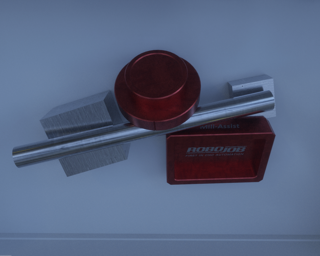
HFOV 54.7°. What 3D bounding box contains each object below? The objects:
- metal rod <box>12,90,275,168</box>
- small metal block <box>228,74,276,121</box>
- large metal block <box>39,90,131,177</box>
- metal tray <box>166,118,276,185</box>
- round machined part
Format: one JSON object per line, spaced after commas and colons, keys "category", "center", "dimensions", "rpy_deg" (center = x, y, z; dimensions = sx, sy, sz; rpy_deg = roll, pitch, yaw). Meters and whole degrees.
{"category": "metal rod", "center": [-0.015, 0.000, 0.362], "dimensions": [0.302, 0.025, 0.025], "rpy_deg": [-13, 110, -4]}
{"category": "small metal block", "center": [0.118, -0.037, 0.397], "dimensions": [0.050, 0.025, 0.050], "rpy_deg": [-11, 110, 3]}
{"category": "large metal block", "center": [-0.091, 0.006, 0.396], "dimensions": [0.080, 0.050, 0.080], "rpy_deg": [-17, 110, 5]}
{"category": "metal tray", "center": [0.073, 0.032, 0.405], "dimensions": [0.131, 0.030, 0.089], "rpy_deg": [-2, 130, -1]}
{"category": "round machined part", "center": [-0.003, -0.049, 0.350], "dimensions": [0.099, 0.098, 0.042], "rpy_deg": [-4, 151, 1]}
